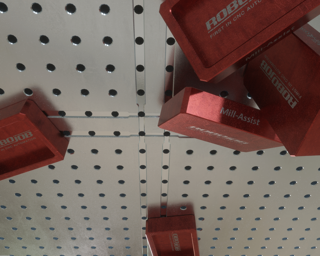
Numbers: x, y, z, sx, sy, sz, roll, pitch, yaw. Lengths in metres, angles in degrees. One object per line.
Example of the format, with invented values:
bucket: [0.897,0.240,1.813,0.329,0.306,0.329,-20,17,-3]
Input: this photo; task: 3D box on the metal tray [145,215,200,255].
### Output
metal tray: [0.028,0.220,0.595,0.090,0.030,0.129,-7,130,5]

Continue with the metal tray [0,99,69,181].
metal tray: [-0.206,0.022,0.423,0.130,0.030,0.090,-18,128,14]

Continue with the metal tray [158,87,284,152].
metal tray: [0.073,-0.005,0.373,0.131,0.030,0.090,16,166,-14]

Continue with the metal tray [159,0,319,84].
metal tray: [0.074,-0.112,0.278,0.130,0.030,0.090,-34,78,25]

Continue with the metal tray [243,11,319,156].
metal tray: [0.129,-0.047,0.303,0.030,0.130,0.089,-1,131,-11]
